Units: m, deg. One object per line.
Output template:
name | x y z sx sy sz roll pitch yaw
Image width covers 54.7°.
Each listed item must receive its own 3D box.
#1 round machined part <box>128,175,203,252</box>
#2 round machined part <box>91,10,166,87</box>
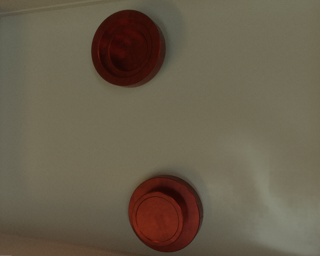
round machined part | 0.003 0.112 0.400 0.098 0.042 0.097 0 90 20
round machined part | -0.038 -0.102 0.415 0.098 0.042 0.097 0 90 20
